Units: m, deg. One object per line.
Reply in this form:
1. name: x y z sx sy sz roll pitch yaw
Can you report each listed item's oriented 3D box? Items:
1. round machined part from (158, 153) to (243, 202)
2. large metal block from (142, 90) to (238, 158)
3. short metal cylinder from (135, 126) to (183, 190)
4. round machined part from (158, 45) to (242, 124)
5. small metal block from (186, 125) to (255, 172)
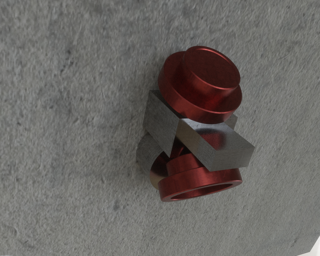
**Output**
1. round machined part: 0.045 0.057 0.373 0.099 0.042 0.098 -11 161 -4
2. large metal block: 0.034 -0.008 0.387 0.081 0.080 0.050 -2 120 -28
3. short metal cylinder: 0.013 0.041 0.427 0.081 0.050 0.079 -14 125 -21
4. round machined part: 0.051 -0.055 0.351 0.099 0.098 0.042 -2 145 -28
5. small metal block: 0.064 0.020 0.337 0.050 0.050 0.025 -3 119 -27
